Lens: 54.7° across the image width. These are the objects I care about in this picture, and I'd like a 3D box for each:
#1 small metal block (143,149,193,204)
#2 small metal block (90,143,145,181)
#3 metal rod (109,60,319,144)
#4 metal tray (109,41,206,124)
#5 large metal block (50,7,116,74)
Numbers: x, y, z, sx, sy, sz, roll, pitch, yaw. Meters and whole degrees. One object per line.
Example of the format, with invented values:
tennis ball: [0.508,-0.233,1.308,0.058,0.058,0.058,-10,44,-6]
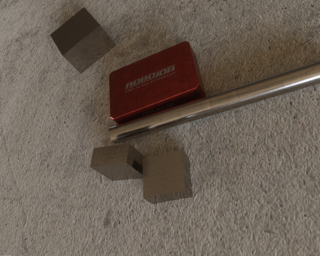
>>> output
small metal block: [0.008,0.058,0.363,0.050,0.025,0.050,-15,56,19]
small metal block: [-0.049,0.044,0.386,0.050,0.050,0.025,-9,58,23]
metal rod: [0.073,-0.031,0.383,0.301,0.025,0.025,-17,55,18]
metal tray: [-0.008,-0.061,0.441,0.130,0.030,0.090,-19,54,16]
large metal block: [-0.139,-0.158,0.555,0.080,0.050,0.080,-39,51,1]
